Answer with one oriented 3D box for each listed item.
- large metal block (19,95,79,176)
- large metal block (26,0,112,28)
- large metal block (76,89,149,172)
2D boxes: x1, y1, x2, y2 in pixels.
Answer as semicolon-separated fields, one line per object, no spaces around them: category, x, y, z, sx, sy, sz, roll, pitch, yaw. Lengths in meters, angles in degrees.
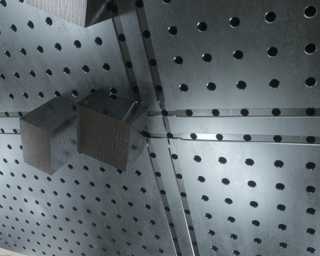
large metal block;-0.156;0.009;0.461;0.050;0.080;0.079;23;127;14
large metal block;-0.098;-0.168;0.341;0.080;0.050;0.079;25;127;12
large metal block;-0.067;0.002;0.430;0.080;0.050;0.079;21;126;15
